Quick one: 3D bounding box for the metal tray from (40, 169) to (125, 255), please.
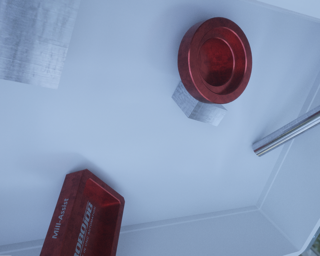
[{"bbox_3d":[-0.089,0.127,0.375,0.030,0.130,0.090,-17,135,25],"label":"metal tray"}]

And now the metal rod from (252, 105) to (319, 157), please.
[{"bbox_3d":[0.262,-0.038,0.444,0.025,0.025,0.299,21,135,-37],"label":"metal rod"}]

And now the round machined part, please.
[{"bbox_3d":[0.060,-0.077,0.369,0.099,0.042,0.097,-4,97,-32],"label":"round machined part"}]

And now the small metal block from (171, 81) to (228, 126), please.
[{"bbox_3d":[0.051,-0.031,0.401,0.050,0.050,0.025,14,118,-34],"label":"small metal block"}]

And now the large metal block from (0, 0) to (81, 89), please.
[{"bbox_3d":[-0.109,-0.088,0.259,0.050,0.080,0.079,8,114,-33],"label":"large metal block"}]
